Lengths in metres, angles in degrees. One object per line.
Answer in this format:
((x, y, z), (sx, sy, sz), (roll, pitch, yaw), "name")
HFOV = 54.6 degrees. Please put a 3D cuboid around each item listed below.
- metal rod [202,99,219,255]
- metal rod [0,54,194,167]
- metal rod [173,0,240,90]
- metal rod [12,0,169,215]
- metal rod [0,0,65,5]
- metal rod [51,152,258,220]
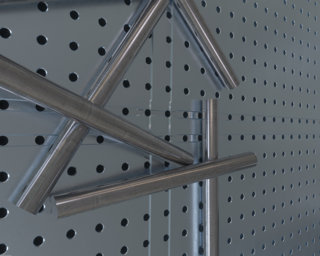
((0.077, 0.106, 0.472), (0.025, 0.025, 0.298), (-1, 91, -40), "metal rod")
((-0.054, -0.004, 0.332), (0.301, 0.025, 0.025), (29, 72, -46), "metal rod")
((0.037, -0.174, 0.438), (0.300, 0.025, 0.025), (51, 60, -28), "metal rod")
((-0.065, -0.045, 0.353), (0.025, 0.025, 0.300), (42, 65, -32), "metal rod")
((-0.104, -0.143, 0.314), (0.302, 0.025, 0.025), (-23, 105, -35), "metal rod")
((0.017, 0.065, 0.401), (0.302, 0.025, 0.025), (-7, 95, -33), "metal rod")
